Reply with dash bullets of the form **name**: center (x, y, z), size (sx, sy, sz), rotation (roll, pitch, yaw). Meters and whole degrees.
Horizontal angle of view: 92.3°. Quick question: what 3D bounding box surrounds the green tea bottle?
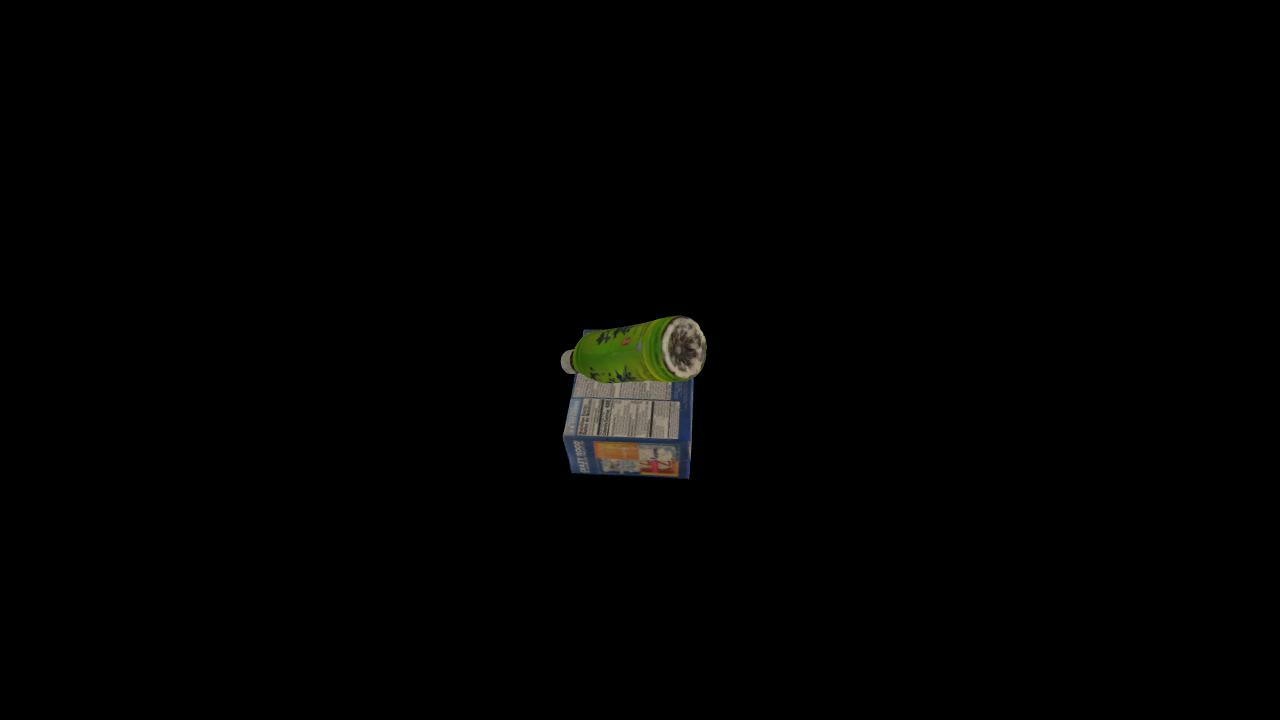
- **green tea bottle**: center (-0.020, -0.004, 0.706), size (0.073, 0.073, 0.212), rotation (0, -6, -39)

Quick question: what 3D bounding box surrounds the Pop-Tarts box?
- **Pop-Tarts box**: center (-0.007, 0.050, 0.739), size (0.141, 0.167, 0.083), rotation (2, -42, 5)
